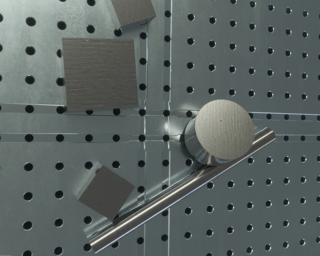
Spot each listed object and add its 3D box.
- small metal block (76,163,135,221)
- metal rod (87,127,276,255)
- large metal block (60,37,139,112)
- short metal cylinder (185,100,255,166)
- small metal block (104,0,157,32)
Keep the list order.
[{"bbox_3d":[-0.068,0.079,0.388,0.050,0.025,0.050,37,78,-17],"label":"small metal block"},{"bbox_3d":[0.042,0.077,0.429,0.302,0.025,0.025,-28,100,-18],"label":"metal rod"},{"bbox_3d":[-0.074,-0.061,0.372,0.081,0.050,0.079,-4,92,-20],"label":"large metal block"},{"bbox_3d":[0.079,0.008,0.418,0.081,0.050,0.080,3,73,-11],"label":"short metal cylinder"},{"bbox_3d":[-0.040,-0.158,0.399,0.050,0.025,0.050,-23,98,-19],"label":"small metal block"}]
